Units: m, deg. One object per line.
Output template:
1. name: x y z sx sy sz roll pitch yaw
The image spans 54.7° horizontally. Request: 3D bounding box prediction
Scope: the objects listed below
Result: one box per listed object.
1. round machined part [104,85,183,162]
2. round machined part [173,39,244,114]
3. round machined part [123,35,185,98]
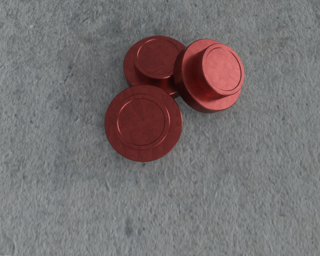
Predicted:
1. round machined part: -0.021 -0.006 0.387 0.099 0.042 0.097 0 87 3
2. round machined part: 0.070 -0.070 0.404 0.099 0.042 0.097 5 78 -28
3. round machined part: -0.002 -0.089 0.432 0.099 0.042 0.098 0 70 -1
